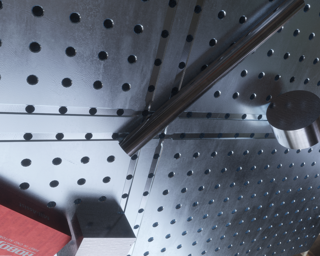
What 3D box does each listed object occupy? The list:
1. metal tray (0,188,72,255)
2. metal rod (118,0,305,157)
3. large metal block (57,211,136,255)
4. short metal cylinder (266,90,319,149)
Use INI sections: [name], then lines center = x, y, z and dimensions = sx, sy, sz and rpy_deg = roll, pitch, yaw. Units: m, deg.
[metal tray]
center = -0.190, 0.136, 0.389
dimensions = 0.090, 0.030, 0.130
rpy_deg = -43, 130, 1
[metal rod]
center = 0.068, -0.069, 0.407
dimensions = 0.300, 0.025, 0.025
rpy_deg = -41, 130, -1
[large metal block]
center = -0.094, 0.171, 0.451
dimensions = 0.081, 0.050, 0.080
rpy_deg = 15, 111, -35
[short metal cylinder]
center = 0.215, -0.013, 0.488
dimensions = 0.080, 0.080, 0.050
rpy_deg = -40, 130, -1
